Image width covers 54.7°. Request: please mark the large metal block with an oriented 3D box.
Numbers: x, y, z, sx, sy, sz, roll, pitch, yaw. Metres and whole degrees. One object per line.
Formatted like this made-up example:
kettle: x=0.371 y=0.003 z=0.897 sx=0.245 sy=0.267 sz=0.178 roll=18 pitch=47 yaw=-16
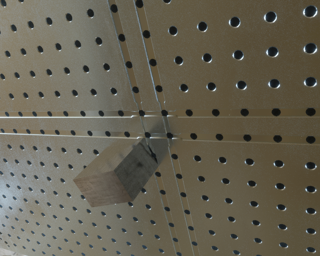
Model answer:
large metal block: x=-0.061 y=0.064 z=0.446 sx=0.080 sy=0.080 sz=0.050 roll=-17 pitch=110 yaw=34
